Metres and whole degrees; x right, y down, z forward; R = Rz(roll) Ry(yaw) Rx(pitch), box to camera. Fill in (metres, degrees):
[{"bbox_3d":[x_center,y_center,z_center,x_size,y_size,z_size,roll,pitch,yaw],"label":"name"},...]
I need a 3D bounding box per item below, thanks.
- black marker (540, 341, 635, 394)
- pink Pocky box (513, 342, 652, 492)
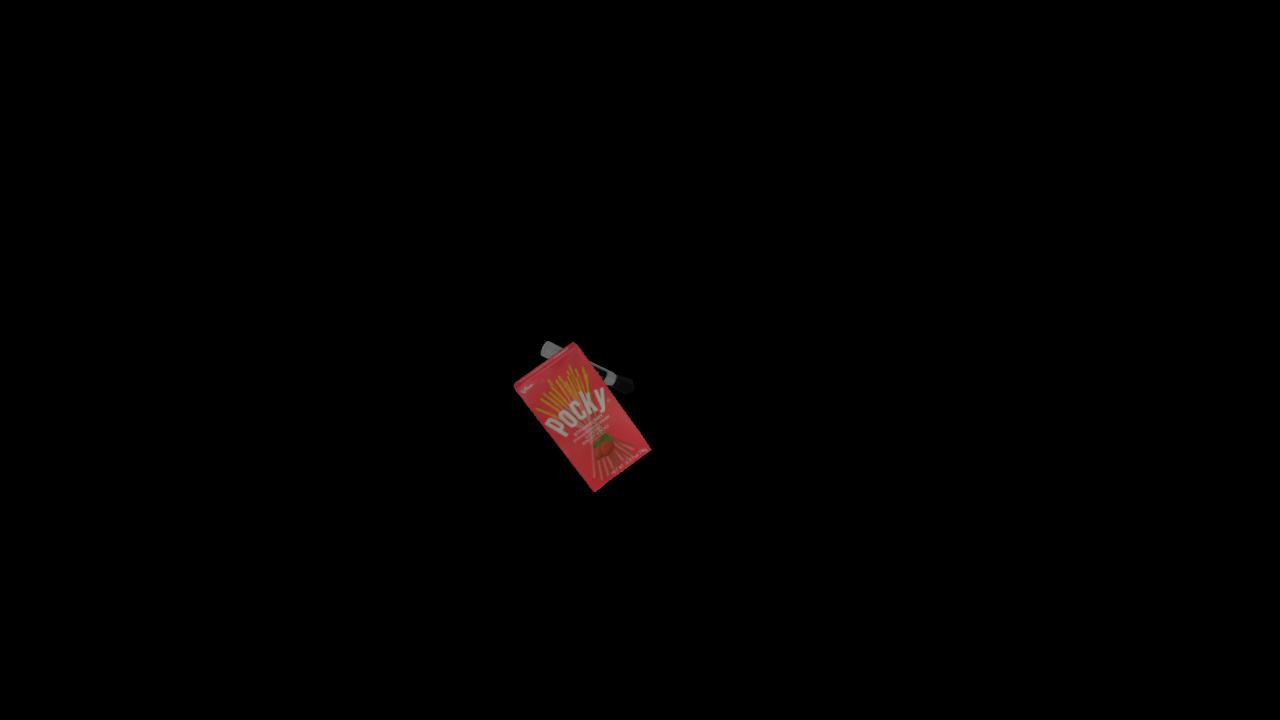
[{"bbox_3d":[-0.058,0.011,0.714,0.121,0.020,0.020,26,-11,-24],"label":"black marker"},{"bbox_3d":[-0.063,0.065,0.689,0.084,0.155,0.029,-36,17,-6],"label":"pink Pocky box"}]
